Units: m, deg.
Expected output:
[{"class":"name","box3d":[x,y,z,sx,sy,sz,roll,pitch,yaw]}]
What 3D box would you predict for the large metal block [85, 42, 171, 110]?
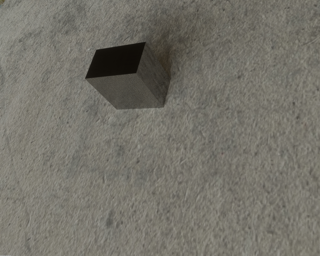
[{"class":"large metal block","box3d":[-0.042,-0.069,0.434,0.080,0.080,0.050,-1,62,28]}]
